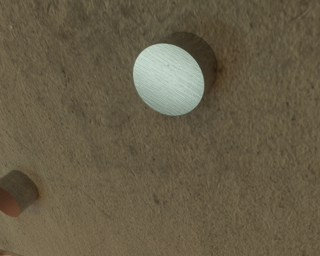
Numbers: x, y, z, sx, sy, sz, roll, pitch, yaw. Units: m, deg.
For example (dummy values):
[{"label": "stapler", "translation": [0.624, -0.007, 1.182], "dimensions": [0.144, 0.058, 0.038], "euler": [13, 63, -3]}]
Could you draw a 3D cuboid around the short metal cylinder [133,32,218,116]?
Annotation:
[{"label": "short metal cylinder", "translation": [0.018, -0.060, 0.343], "dimensions": [0.080, 0.050, 0.079], "euler": [13, 124, 20]}]

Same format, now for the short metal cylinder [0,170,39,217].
[{"label": "short metal cylinder", "translation": [-0.295, 0.132, 0.624], "dimensions": [0.080, 0.050, 0.079], "euler": [13, 124, 20]}]
